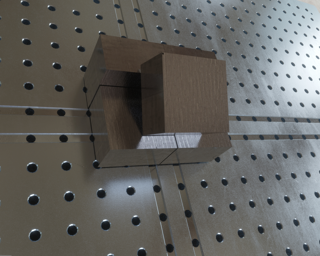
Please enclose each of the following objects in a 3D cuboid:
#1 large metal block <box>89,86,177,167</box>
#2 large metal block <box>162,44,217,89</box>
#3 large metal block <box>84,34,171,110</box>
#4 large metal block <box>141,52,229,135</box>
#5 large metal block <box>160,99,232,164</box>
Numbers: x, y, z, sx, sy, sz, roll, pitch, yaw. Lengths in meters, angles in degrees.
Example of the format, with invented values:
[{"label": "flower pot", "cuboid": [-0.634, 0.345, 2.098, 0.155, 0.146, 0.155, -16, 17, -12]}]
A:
[{"label": "large metal block", "cuboid": [-0.035, -0.001, 0.373, 0.081, 0.050, 0.080, 1, 62, -28]}, {"label": "large metal block", "cuboid": [0.028, -0.064, 0.427, 0.081, 0.080, 0.050, 1, 62, -28]}, {"label": "large metal block", "cuboid": [-0.044, -0.065, 0.389, 0.081, 0.080, 0.050, 1, 62, -28]}, {"label": "large metal block", "cuboid": [0.027, -0.033, 0.343, 0.081, 0.050, 0.080, 0, 86, -29]}, {"label": "large metal block", "cuboid": [0.038, 0.000, 0.411, 0.081, 0.050, 0.080, 1, 62, -28]}]
